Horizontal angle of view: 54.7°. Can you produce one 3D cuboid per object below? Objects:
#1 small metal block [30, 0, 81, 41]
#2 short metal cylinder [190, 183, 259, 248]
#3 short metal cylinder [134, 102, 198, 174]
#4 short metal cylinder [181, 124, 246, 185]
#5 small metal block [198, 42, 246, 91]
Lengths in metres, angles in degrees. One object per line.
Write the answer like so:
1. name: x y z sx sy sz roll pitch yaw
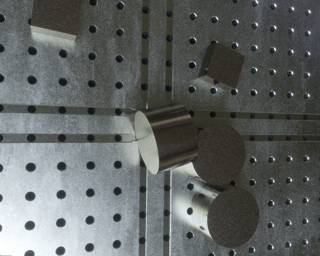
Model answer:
1. small metal block: -0.123 -0.136 0.367 0.050 0.025 0.050 8 87 -20
2. short metal cylinder: 0.089 0.118 0.433 0.081 0.050 0.079 0 90 -20
3. short metal cylinder: 0.006 0.012 0.386 0.050 0.080 0.080 -14 95 -19
4. short metal cylinder: 0.069 0.034 0.424 0.081 0.050 0.079 0 90 -21
5. small metal block: 0.088 -0.087 0.445 0.050 0.025 0.050 20 83 -19
